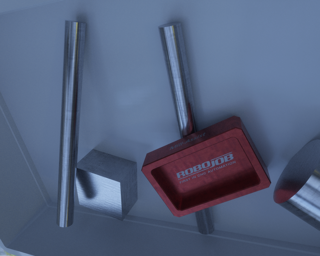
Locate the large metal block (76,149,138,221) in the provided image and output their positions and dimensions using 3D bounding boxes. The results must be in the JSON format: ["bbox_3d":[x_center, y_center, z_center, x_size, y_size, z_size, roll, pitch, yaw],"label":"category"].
[{"bbox_3d":[-0.083,0.089,0.489,0.080,0.050,0.079,15,124,19],"label":"large metal block"}]

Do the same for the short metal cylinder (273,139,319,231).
[{"bbox_3d":[0.165,0.059,0.323,0.050,0.080,0.079,33,129,6],"label":"short metal cylinder"}]

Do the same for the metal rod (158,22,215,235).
[{"bbox_3d":[0.040,0.019,0.398,0.025,0.025,0.298,2,119,27],"label":"metal rod"}]

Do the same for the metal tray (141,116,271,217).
[{"bbox_3d":[0.055,0.051,0.380,0.130,0.030,0.090,-25,111,20],"label":"metal tray"}]

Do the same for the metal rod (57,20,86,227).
[{"bbox_3d":[-0.126,0.007,0.431,0.025,0.025,0.298,16,111,19],"label":"metal rod"}]
